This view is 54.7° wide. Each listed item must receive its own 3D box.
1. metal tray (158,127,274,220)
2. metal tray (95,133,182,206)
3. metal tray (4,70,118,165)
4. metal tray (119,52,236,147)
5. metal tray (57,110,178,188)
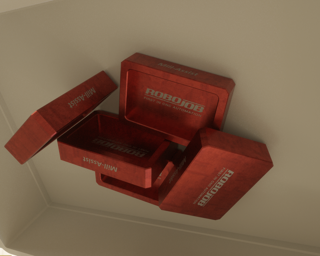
[{"bbox_3d":[0.063,0.062,0.382,0.091,0.030,0.129,15,131,-17],"label":"metal tray"},{"bbox_3d":[-0.034,0.060,0.455,0.130,0.030,0.089,15,125,19],"label":"metal tray"},{"bbox_3d":[-0.119,-0.016,0.388,0.090,0.131,0.030,-33,100,38],"label":"metal tray"},{"bbox_3d":[0.015,-0.030,0.375,0.130,0.030,0.089,19,126,16],"label":"metal tray"},{"bbox_3d":[-0.053,0.022,0.403,0.130,0.090,0.030,15,124,19],"label":"metal tray"}]
